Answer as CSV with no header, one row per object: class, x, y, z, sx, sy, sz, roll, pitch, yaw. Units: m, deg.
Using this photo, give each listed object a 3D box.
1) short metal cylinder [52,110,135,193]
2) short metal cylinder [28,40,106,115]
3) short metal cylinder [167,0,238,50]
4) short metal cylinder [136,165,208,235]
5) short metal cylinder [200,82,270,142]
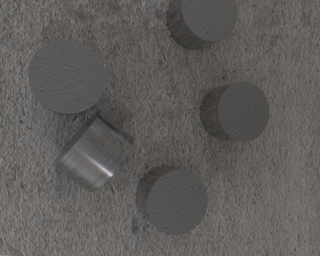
short metal cylinder,-0.075,0.025,0.352,0.050,0.080,0.080,41,77,-16
short metal cylinder,-0.106,-0.055,0.356,0.081,0.050,0.080,0,90,-20
short metal cylinder,0.055,-0.150,0.416,0.081,0.050,0.080,0,90,-20
short metal cylinder,0.014,0.091,0.401,0.081,0.050,0.080,0,90,-20
short metal cylinder,0.104,-0.022,0.434,0.081,0.050,0.080,0,90,-20
